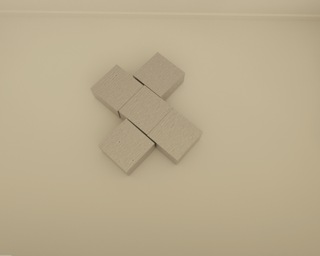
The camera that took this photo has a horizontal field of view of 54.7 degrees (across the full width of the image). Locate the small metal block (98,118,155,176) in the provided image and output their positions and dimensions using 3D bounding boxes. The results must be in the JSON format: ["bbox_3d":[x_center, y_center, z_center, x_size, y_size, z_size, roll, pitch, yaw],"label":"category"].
[{"bbox_3d":[-0.042,0.025,0.398,0.050,0.025,0.050,41,76,13],"label":"small metal block"}]

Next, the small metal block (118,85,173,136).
[{"bbox_3d":[-0.018,-0.020,0.414,0.050,0.025,0.050,40,75,13],"label":"small metal block"}]

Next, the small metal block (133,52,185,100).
[{"bbox_3d":[-0.001,-0.069,0.432,0.050,0.025,0.050,40,74,13],"label":"small metal block"}]

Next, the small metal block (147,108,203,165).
[{"bbox_3d":[0.019,0.011,0.403,0.050,0.025,0.050,40,75,13],"label":"small metal block"}]

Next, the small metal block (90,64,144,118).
[{"bbox_3d":[-0.057,-0.051,0.425,0.050,0.025,0.050,40,75,13],"label":"small metal block"}]
